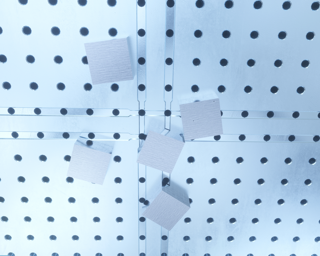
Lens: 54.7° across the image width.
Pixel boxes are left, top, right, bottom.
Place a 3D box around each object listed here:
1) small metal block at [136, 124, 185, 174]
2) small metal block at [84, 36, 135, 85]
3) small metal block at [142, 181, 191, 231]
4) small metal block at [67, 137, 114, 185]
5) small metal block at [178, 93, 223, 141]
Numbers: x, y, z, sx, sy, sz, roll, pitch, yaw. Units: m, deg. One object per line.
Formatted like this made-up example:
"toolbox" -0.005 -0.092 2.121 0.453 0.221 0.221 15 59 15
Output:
"small metal block" 0.001 0.028 0.424 0.050 0.025 0.050 20 109 -8
"small metal block" -0.061 -0.083 0.382 0.050 0.025 0.050 -7 110 2
"small metal block" 0.008 0.115 0.456 0.050 0.025 0.050 34 106 -12
"small metal block" -0.096 0.046 0.429 0.050 0.025 0.050 16 109 -7
"small metal block" 0.054 -0.015 0.409 0.050 0.025 0.050 -10 110 3
